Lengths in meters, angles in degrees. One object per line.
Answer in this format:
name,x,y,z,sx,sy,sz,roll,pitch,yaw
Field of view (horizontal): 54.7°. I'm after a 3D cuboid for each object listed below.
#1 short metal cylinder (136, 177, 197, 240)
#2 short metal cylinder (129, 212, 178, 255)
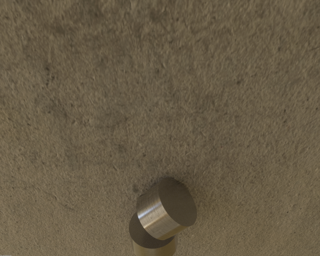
short metal cylinder,0.011,0.124,0.477,0.080,0.080,0.050,35,122,-26
short metal cylinder,-0.010,0.179,0.524,0.081,0.080,0.050,-2,130,1
